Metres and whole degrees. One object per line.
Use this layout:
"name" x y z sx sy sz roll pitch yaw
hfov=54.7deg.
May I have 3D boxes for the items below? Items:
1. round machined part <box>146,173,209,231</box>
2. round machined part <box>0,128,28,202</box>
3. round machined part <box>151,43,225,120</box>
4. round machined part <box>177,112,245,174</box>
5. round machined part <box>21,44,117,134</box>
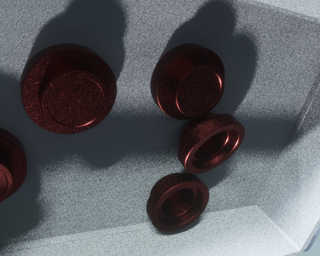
"round machined part" 0.023 0.109 0.480 0.099 0.042 0.097 -14 125 -21
"round machined part" -0.192 0.047 0.323 0.099 0.042 0.097 -14 125 -21
"round machined part" 0.041 -0.053 0.390 0.099 0.042 0.097 -14 124 -21
"round machined part" 0.067 0.017 0.436 0.099 0.042 0.097 -22 142 -18
"round machined part" -0.092 -0.035 0.326 0.099 0.042 0.097 -14 125 -21
